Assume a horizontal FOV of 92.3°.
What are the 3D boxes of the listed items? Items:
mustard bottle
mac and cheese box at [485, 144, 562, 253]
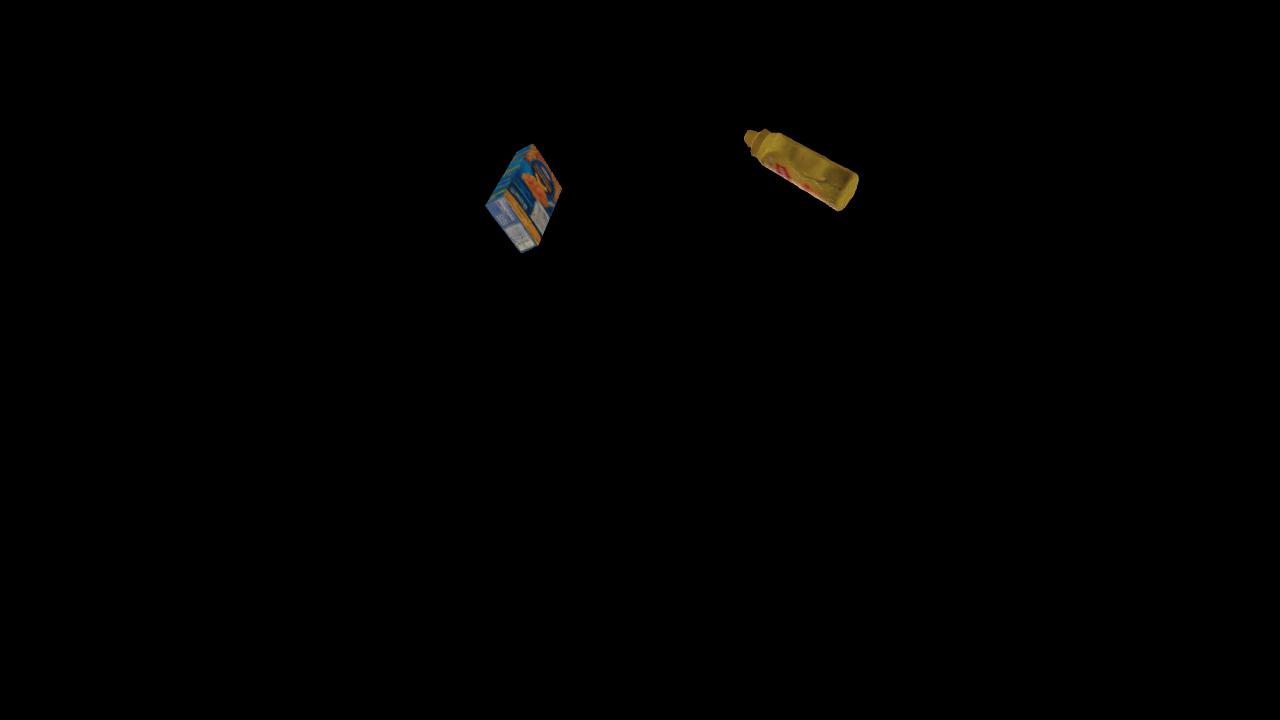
[{"bbox_3d":[0.232,-0.292,0.913,0.184,0.054,0.092,37,13,17],"label":"mustard bottle"},{"bbox_3d":[-0.177,-0.256,0.965,0.041,0.184,0.093,-19,-53,23],"label":"mac and cheese box"}]
